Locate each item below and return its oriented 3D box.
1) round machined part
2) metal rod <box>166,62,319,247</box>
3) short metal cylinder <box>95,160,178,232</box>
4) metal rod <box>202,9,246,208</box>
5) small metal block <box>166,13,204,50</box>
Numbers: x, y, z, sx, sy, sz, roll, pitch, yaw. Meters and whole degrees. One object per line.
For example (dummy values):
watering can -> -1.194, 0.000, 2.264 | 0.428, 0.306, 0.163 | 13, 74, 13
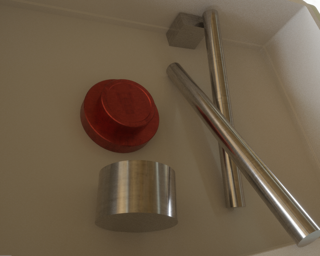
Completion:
round machined part -> -0.045, -0.022, 0.385 | 0.099, 0.042, 0.098 | 14, 56, -21
metal rod -> 0.075, 0.003, 0.371 | 0.025, 0.025, 0.300 | 1, 38, -28
short metal cylinder -> -0.023, 0.072, 0.315 | 0.081, 0.080, 0.050 | 12, 57, -22
metal rod -> 0.089, -0.039, 0.446 | 0.025, 0.025, 0.299 | 6, 70, -26
small metal block -> 0.046, -0.159, 0.513 | 0.050, 0.050, 0.025 | 0, 62, -29
